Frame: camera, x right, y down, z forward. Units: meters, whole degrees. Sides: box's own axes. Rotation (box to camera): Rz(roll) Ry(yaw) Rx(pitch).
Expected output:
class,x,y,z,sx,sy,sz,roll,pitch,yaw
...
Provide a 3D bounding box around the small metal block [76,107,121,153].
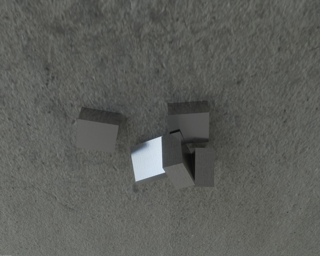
class,x,y,z,sx,sy,sz,roll,pitch,yaw
small metal block,-0.082,0.003,0.409,0.050,0.025,0.050,9,130,-9

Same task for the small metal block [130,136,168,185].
class,x,y,z,sx,sy,sz,roll,pitch,yaw
small metal block,-0.010,0.045,0.425,0.050,0.050,0.025,-20,154,15

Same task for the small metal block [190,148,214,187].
class,x,y,z,sx,sy,sz,roll,pitch,yaw
small metal block,0.055,0.053,0.423,0.025,0.050,0.050,2,174,-5

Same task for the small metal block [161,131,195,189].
class,x,y,z,sx,sy,sz,roll,pitch,yaw
small metal block,0.023,0.041,0.394,0.025,0.050,0.050,-16,135,14

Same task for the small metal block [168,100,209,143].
class,x,y,z,sx,sy,sz,roll,pitch,yaw
small metal block,0.037,-0.007,0.402,0.050,0.025,0.050,-4,130,3
